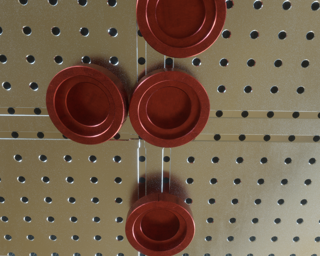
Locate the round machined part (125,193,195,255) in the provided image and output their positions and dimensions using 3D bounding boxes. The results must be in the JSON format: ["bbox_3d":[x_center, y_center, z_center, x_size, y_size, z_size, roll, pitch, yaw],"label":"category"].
[{"bbox_3d":[0.000,0.137,0.455,0.099,0.042,0.097,0,110,-1],"label":"round machined part"}]

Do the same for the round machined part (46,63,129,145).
[{"bbox_3d":[-0.086,-0.032,0.385,0.098,0.042,0.097,4,111,10],"label":"round machined part"}]

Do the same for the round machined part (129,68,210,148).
[{"bbox_3d":[0.010,-0.028,0.391,0.099,0.042,0.097,-2,111,-5],"label":"round machined part"}]

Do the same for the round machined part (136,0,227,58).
[{"bbox_3d":[0.023,-0.132,0.356,0.099,0.042,0.097,0,110,-1],"label":"round machined part"}]
